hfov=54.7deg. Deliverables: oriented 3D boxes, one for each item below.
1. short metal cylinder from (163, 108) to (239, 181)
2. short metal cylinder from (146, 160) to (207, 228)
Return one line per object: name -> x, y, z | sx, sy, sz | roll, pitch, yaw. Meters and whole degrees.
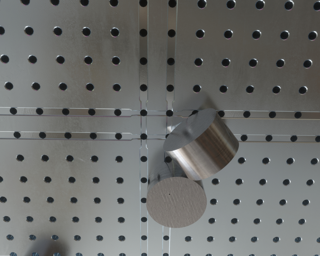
short metal cylinder -> 0.051, 0.020, 0.392 | 0.080, 0.080, 0.050 | -36, 106, 12
short metal cylinder -> 0.022, 0.091, 0.434 | 0.081, 0.050, 0.079 | 0, 110, 0
